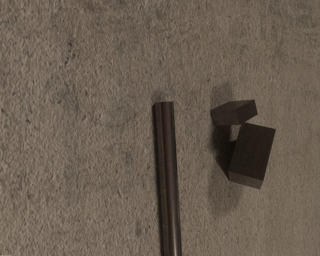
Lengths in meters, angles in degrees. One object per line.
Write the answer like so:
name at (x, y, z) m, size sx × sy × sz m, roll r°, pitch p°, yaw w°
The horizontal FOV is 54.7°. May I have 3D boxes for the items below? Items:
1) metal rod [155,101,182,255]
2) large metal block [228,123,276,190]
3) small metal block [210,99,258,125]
metal rod at (0.014, 0.114, 0.419) m, size 0.025 × 0.025 × 0.298 m, roll -6°, pitch 94°, yaw -40°
large metal block at (0.144, 0.046, 0.490) m, size 0.080 × 0.050 × 0.080 m, roll 56°, pitch 51°, yaw -66°
small metal block at (0.117, -0.024, 0.489) m, size 0.050 × 0.050 × 0.025 m, roll -25°, pitch 105°, yaw -37°
